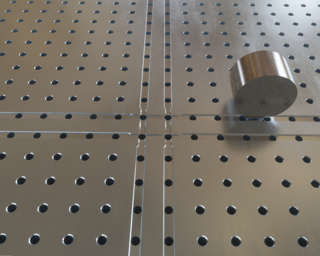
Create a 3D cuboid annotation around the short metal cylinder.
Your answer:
[{"bbox_3d":[0.139,-0.058,0.422,0.081,0.080,0.050,1,50,1],"label":"short metal cylinder"}]
